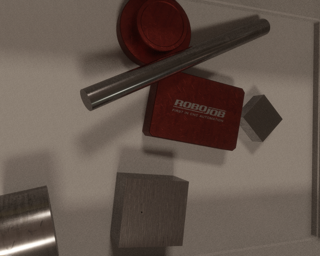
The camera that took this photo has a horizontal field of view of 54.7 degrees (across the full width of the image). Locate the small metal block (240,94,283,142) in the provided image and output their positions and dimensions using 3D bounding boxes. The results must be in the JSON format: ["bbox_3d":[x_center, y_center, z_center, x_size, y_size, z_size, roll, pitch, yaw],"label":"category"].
[{"bbox_3d":[0.148,-0.014,0.467,0.050,0.025,0.050,-45,104,-15],"label":"small metal block"}]

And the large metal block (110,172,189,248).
[{"bbox_3d":[-0.014,0.102,0.393,0.081,0.050,0.080,7,88,-20],"label":"large metal block"}]

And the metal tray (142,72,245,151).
[{"bbox_3d":[0.048,-0.023,0.427,0.131,0.030,0.089,11,86,-20],"label":"metal tray"}]

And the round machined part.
[{"bbox_3d":[-0.004,-0.128,0.401,0.099,0.042,0.097,0,90,-21],"label":"round machined part"}]

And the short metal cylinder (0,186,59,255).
[{"bbox_3d":[-0.140,0.106,0.330,0.050,0.080,0.079,-10,94,-20],"label":"short metal cylinder"}]

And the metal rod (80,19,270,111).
[{"bbox_3d":[0.039,-0.092,0.399,0.302,0.025,0.025,-28,100,-28],"label":"metal rod"}]
